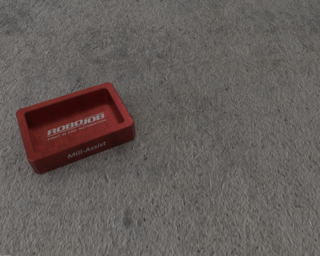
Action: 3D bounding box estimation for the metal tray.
[{"bbox_3d":[-0.108,-0.004,0.403,0.131,0.030,0.090,-20,53,-17],"label":"metal tray"}]
